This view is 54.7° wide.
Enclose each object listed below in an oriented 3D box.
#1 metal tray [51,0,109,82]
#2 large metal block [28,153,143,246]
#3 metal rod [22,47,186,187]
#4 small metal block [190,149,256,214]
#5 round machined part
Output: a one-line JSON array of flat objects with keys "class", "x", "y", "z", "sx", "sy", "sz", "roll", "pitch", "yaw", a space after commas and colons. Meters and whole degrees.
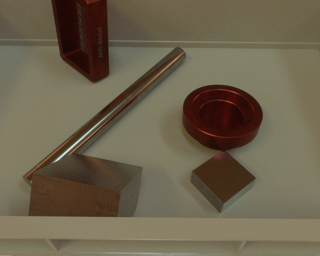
[{"class": "metal tray", "x": -0.116, "y": -0.143, "z": 0.454, "sx": 0.090, "sy": 0.129, "sz": 0.030, "roll": 37, "pitch": 52, "yaw": 26}, {"class": "large metal block", "x": -0.069, "y": 0.065, "z": 0.307, "sx": 0.080, "sy": 0.050, "sz": 0.080, "roll": 11, "pitch": 9, "yaw": 8}, {"class": "metal rod", "x": -0.057, "y": -0.029, "z": 0.428, "sx": 0.025, "sy": 0.025, "sz": 0.301, "roll": 30, "pitch": 56, "yaw": 22}, {"class": "small metal block", "x": 0.072, "y": 0.060, "z": 0.356, "sx": 0.050, "sy": 0.025, "sz": 0.050, "roll": -30, "pitch": 57, "yaw": -23}, {"class": "round machined part", "x": 0.078, "y": -0.010, "z": 0.400, "sx": 0.099, "sy": 0.042, "sz": 0.098, "roll": 1, "pitch": 46, "yaw": 0}]
